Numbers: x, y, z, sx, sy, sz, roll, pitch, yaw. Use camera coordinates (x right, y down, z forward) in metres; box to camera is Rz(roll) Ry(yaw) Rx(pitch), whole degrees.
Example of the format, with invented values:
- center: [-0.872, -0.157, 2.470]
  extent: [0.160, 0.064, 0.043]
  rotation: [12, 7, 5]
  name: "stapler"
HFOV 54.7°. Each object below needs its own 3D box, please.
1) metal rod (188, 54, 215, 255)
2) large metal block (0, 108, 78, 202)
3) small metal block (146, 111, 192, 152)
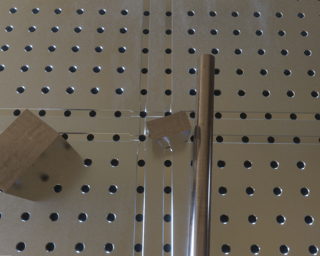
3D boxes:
- center: [0.055, 0.039, 0.397]
  extent: [0.025, 0.025, 0.299]
  rotation: [5, 70, 1]
  name: "metal rod"
- center: [-0.154, 0.035, 0.368]
  extent: [0.050, 0.080, 0.080]
  rotation: [36, 74, 12]
  name: "large metal block"
- center: [0.011, 0.005, 0.397]
  extent: [0.050, 0.050, 0.025]
  rotation: [-17, 71, -6]
  name: "small metal block"
